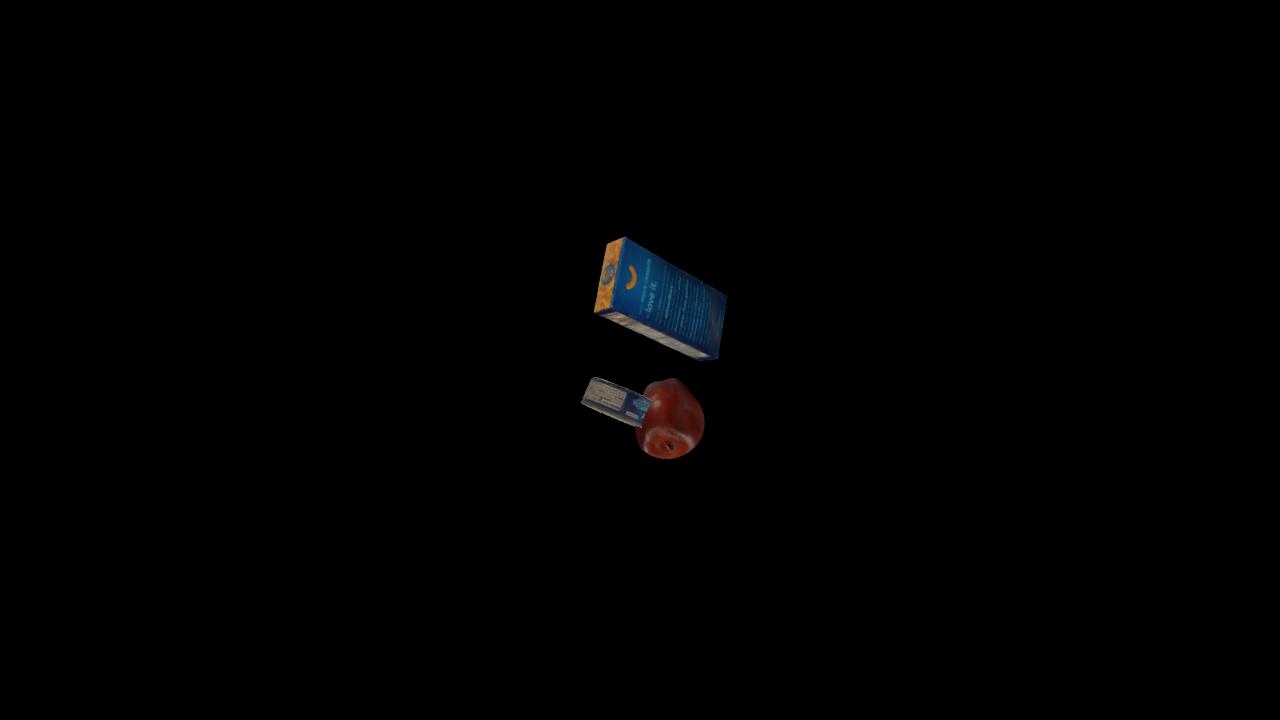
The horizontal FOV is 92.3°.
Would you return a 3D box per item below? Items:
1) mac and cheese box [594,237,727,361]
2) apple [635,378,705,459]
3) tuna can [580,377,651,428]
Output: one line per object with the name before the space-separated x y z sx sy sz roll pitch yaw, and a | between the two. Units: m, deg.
mac and cheese box | 0.031 -0.070 0.762 0.184 0.093 0.041 24 -20 -37
apple | 0.033 0.066 0.695 0.079 0.079 0.093 1 45 1
tuna can | -0.023 0.050 0.693 0.084 0.034 0.084 23 -8 3
